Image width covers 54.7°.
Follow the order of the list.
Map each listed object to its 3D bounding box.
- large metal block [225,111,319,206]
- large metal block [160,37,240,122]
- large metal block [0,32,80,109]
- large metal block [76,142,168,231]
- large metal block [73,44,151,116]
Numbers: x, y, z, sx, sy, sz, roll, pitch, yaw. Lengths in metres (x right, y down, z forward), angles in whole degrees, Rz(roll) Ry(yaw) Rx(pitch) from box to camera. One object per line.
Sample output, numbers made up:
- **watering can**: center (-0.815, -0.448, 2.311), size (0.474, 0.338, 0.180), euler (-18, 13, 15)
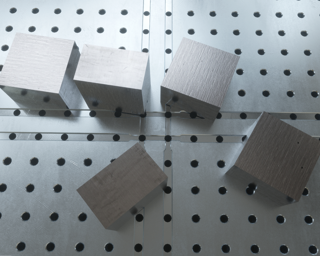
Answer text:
- **large metal block**: center (0.141, 0.039, 0.386), size (0.080, 0.050, 0.080), euler (30, 73, 10)
- **large metal block**: center (0.053, -0.066, 0.423), size (0.080, 0.050, 0.080), euler (21, 71, 7)
- **large metal block**: center (-0.160, -0.078, 0.425), size (0.080, 0.050, 0.080), euler (9, 70, 3)
- **large metal block**: center (-0.039, 0.071, 0.356), size (0.080, 0.080, 0.050), euler (-38, 75, -13)
- **large metal block**: center (-0.057, -0.060, 0.404), size (0.080, 0.080, 0.050), euler (9, 70, 3)
